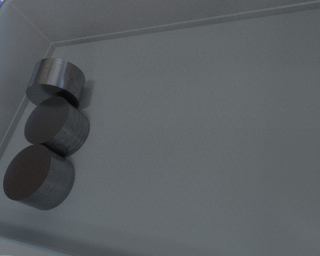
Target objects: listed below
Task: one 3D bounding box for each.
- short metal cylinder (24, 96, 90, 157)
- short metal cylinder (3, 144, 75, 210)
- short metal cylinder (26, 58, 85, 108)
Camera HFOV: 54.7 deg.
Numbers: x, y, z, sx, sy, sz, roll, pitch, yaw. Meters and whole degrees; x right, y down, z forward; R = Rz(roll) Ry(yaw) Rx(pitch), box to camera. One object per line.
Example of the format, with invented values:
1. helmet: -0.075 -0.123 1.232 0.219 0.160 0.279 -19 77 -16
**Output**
1. short metal cylinder: -0.155 -0.001 0.469 0.080 0.050 0.080 -13 56 20
2. short metal cylinder: -0.168 0.069 0.433 0.080 0.050 0.080 -13 56 21
3. short metal cylinder: -0.165 -0.066 0.495 0.080 0.080 0.050 -9 58 23
